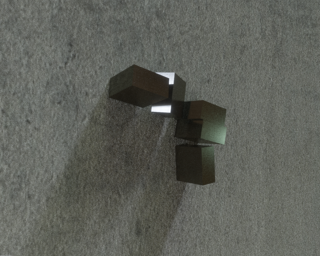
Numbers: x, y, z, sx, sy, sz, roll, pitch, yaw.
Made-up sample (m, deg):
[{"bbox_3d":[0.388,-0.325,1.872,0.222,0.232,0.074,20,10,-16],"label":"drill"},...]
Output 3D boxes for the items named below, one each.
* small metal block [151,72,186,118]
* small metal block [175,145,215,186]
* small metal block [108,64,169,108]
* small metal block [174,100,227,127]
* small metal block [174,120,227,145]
[{"bbox_3d":[0.013,-0.041,0.404,0.050,0.025,0.050,18,77,-68],"label":"small metal block"},{"bbox_3d":[0.049,0.050,0.432,0.025,0.050,0.050,-4,93,-40],"label":"small metal block"},{"bbox_3d":[-0.025,-0.047,0.365,0.050,0.050,0.025,15,70,-36],"label":"small metal block"},{"bbox_3d":[0.057,-0.019,0.439,0.050,0.050,0.025,15,80,-39],"label":"small metal block"},{"bbox_3d":[0.057,0.006,0.439,0.050,0.050,0.025,15,81,-39],"label":"small metal block"}]
